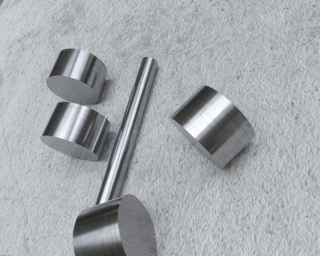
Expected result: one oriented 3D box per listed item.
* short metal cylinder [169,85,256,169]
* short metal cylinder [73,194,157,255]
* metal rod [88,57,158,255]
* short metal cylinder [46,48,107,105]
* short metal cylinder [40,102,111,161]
[{"bbox_3d":[0.056,-0.001,0.340,0.050,0.080,0.080,-45,51,-3],"label":"short metal cylinder"},{"bbox_3d":[-0.044,0.115,0.321,0.050,0.080,0.080,-22,54,15],"label":"short metal cylinder"},{"bbox_3d":[-0.050,0.031,0.411,0.025,0.025,0.300,1,62,28],"label":"metal rod"},{"bbox_3d":[-0.128,-0.078,0.484,0.080,0.080,0.050,-1,62,28],"label":"short metal cylinder"},{"bbox_3d":[-0.114,0.006,0.424,0.080,0.080,0.050,3,64,30],"label":"short metal cylinder"}]
